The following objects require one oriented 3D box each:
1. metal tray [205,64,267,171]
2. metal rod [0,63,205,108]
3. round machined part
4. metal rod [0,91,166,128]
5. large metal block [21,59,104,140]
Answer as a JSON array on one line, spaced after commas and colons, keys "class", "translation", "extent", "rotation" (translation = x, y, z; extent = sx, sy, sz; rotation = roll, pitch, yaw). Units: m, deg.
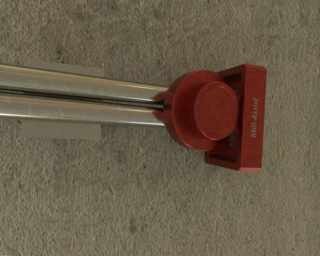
[{"class": "metal tray", "translation": [0.097, -0.012, 0.412], "extent": [0.030, 0.090, 0.129], "rotation": [4, 89, -20]}, {"class": "metal rod", "translation": [-0.040, -0.042, 0.348], "extent": [0.302, 0.025, 0.025], "rotation": [3, 89, -33]}, {"class": "round machined part", "translation": [0.056, -0.021, 0.371], "extent": [0.099, 0.042, 0.097], "rotation": [-2, 93, -31]}, {"class": "metal rod", "translation": [-0.042, -0.015, 0.348], "extent": [0.302, 0.025, 0.025], "rotation": [3, 89, -33]}, {"class": "large metal block", "translation": [-0.110, -0.029, 0.353], "extent": [0.081, 0.050, 0.079], "rotation": [4, 89, -20]}]
